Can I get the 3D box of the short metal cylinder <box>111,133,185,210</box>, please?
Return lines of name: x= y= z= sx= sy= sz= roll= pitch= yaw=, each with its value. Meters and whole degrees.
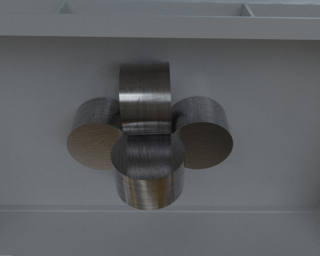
short metal cylinder: x=-0.012 y=0.045 z=0.350 sx=0.080 sy=0.080 sz=0.050 roll=-1 pitch=130 yaw=0

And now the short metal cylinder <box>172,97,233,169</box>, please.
short metal cylinder: x=0.049 y=0.007 z=0.396 sx=0.081 sy=0.050 sz=0.079 roll=0 pitch=130 yaw=0

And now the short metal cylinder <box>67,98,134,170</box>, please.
short metal cylinder: x=-0.073 y=0.008 z=0.397 sx=0.081 sy=0.050 sz=0.079 roll=0 pitch=130 yaw=0

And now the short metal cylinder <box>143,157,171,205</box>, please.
short metal cylinder: x=-0.012 y=0.066 z=0.426 sx=0.050 sy=0.080 sz=0.079 roll=-2 pitch=130 yaw=1

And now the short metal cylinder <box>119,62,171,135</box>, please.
short metal cylinder: x=-0.014 y=-0.032 z=0.342 sx=0.050 sy=0.080 sz=0.079 roll=-2 pitch=130 yaw=1
